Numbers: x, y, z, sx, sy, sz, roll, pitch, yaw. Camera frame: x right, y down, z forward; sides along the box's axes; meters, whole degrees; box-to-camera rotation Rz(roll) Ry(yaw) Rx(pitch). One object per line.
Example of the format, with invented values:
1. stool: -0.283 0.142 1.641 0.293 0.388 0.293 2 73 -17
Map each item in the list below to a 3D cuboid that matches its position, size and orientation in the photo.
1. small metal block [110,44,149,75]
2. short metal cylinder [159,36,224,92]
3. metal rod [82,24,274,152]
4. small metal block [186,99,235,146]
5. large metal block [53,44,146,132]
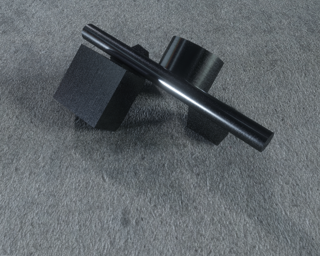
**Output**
1. small metal block: -0.044 -0.090 0.464 0.050 0.050 0.025 -32 57 -24
2. short metal cylinder: 0.042 -0.086 0.434 0.080 0.080 0.050 32 98 23
3. metal rod: 0.004 -0.063 0.393 0.300 0.025 0.025 36 58 26
4. small metal block: 0.063 -0.012 0.396 0.050 0.050 0.025 33 58 24
5. large metal block: -0.080 -0.051 0.408 0.080 0.050 0.080 33 98 24
